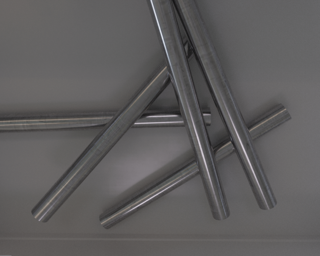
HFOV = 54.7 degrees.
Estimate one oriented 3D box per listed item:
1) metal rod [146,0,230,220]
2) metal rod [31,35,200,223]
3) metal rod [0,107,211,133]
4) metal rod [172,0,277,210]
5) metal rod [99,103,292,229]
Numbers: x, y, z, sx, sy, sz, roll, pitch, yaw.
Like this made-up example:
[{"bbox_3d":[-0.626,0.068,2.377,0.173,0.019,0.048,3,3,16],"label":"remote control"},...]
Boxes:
[{"bbox_3d":[0.041,-0.010,0.375,0.025,0.025,0.298,-17,113,6],"label":"metal rod"},{"bbox_3d":[-0.052,-0.001,0.381,0.025,0.025,0.300,41,94,-14],"label":"metal rod"},{"bbox_3d":[-0.086,-0.010,0.406,0.302,0.025,0.025,-2,110,0],"label":"metal rod"},{"bbox_3d":[0.083,-0.023,0.375,0.025,0.025,0.299,-24,109,8],"label":"metal rod"},{"bbox_3d":[0.041,0.059,0.433,0.300,0.025,0.025,-33,107,11],"label":"metal rod"}]
